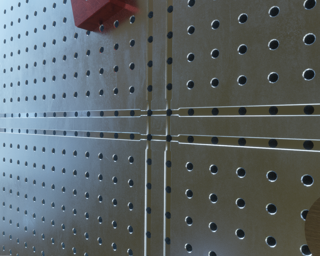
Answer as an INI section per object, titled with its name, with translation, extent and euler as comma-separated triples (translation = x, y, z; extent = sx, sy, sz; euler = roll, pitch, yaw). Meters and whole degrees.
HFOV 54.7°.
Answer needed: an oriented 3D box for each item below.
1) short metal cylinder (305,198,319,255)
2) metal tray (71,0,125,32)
[short metal cylinder]
translation = 0.169, 0.085, 0.254
extent = 0.080, 0.050, 0.079
euler = 0, 90, 40
[metal tray]
translation = -0.107, -0.234, 0.494
extent = 0.090, 0.030, 0.129
euler = -19, 78, 38
